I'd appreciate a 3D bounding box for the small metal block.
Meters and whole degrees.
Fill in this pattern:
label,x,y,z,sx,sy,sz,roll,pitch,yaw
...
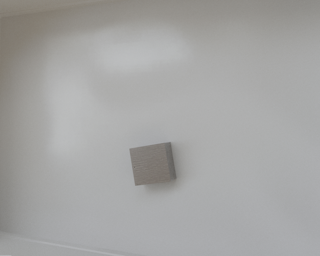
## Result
label,x,y,z,sx,sy,sz,roll,pitch,yaw
small metal block,-0.009,0.048,0.414,0.050,0.025,0.050,-11,87,19
